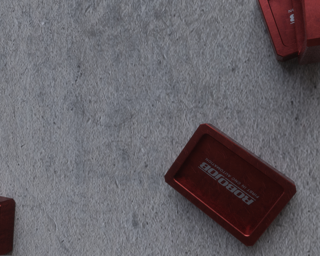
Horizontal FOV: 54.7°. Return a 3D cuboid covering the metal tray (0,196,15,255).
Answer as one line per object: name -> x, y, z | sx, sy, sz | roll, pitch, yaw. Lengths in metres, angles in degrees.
metal tray -> -0.305, 0.155, 0.513 | 0.130, 0.030, 0.089 | 4, 92, 19

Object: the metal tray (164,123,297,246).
metal tray -> 0.082, 0.065, 0.377 | 0.130, 0.030, 0.090 | 37, 102, 16

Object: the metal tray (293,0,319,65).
metal tray -> 0.144, -0.133, 0.290 | 0.030, 0.090, 0.129 | -5, 88, 20

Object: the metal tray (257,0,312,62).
metal tray -> 0.182, -0.139, 0.341 | 0.130, 0.030, 0.090 | -18, 84, 19
